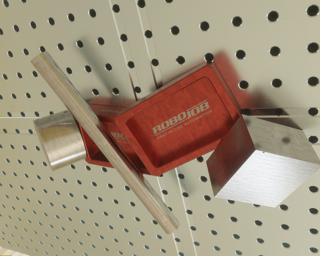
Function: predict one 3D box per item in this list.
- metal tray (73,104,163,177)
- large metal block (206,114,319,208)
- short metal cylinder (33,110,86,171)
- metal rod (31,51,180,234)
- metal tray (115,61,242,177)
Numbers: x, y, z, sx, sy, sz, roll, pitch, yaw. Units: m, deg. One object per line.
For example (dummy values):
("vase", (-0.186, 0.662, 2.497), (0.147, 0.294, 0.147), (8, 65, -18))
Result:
("metal tray", (-0.056, 0.016, 0.447), (0.130, 0.030, 0.089), (7, 122, 24))
("large metal block", (0.109, 0.039, 0.339), (0.081, 0.050, 0.079), (13, 131, -18))
("short metal cylinder", (-0.149, 0.018, 0.462), (0.080, 0.050, 0.079), (47, 149, 41))
("metal rod", (-0.068, 0.027, 0.425), (0.025, 0.025, 0.299), (-28, 103, 37))
("metal tray", (0.025, -0.008, 0.366), (0.130, 0.030, 0.090), (-28, 104, 20))
